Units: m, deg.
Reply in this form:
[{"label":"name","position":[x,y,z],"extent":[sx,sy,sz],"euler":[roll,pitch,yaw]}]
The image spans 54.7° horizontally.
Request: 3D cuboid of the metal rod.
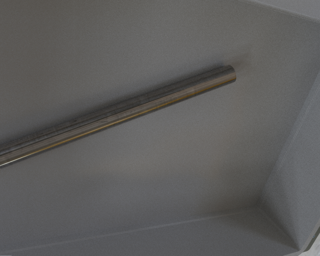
[{"label":"metal rod","position":[-0.040,-0.020,0.375],"extent":[0.302,0.025,0.025],"euler":[-21,127,-16]}]
